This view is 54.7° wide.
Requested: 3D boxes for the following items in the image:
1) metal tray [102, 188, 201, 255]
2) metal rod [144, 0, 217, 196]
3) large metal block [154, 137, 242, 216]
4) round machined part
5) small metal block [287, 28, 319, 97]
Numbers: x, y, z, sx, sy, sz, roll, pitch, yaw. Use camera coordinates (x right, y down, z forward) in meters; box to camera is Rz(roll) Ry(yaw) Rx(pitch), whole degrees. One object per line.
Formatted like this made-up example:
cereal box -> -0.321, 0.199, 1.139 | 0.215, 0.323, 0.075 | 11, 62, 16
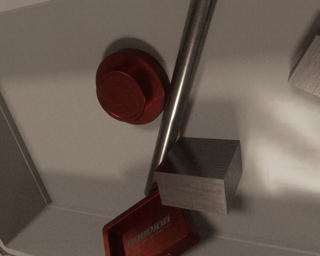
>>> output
metal tray -> -0.017, 0.147, 0.431 | 0.130, 0.090, 0.030 | -36, 129, 11
metal rod -> 0.017, -0.018, 0.387 | 0.025, 0.025, 0.298 | 24, 127, 13
large metal block -> 0.051, 0.054, 0.379 | 0.080, 0.080, 0.050 | 3, 120, 26
round machined part -> -0.040, -0.046, 0.389 | 0.098, 0.042, 0.097 | 13, 124, 20
small metal block -> 0.157, -0.057, 0.290 | 0.050, 0.025, 0.050 | 27, 128, 10
